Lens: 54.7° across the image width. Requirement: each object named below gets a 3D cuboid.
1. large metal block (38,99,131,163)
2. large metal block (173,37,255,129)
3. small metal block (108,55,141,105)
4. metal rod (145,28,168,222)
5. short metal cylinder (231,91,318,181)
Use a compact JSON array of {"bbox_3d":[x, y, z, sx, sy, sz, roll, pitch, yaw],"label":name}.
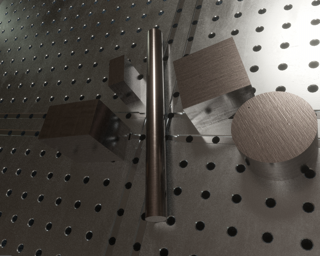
[{"bbox_3d":[-0.099,0.008,0.418,0.080,0.080,0.050,-5,60,25],"label":"large metal block"},{"bbox_3d":[0.068,-0.055,0.390,0.080,0.050,0.080,-20,54,16],"label":"large metal block"},{"bbox_3d":[-0.052,-0.071,0.461,0.025,0.050,0.050,-16,56,19],"label":"small metal block"},{"bbox_3d":[-0.006,-0.025,0.425,0.025,0.025,0.299,-14,56,20],"label":"metal rod"},{"bbox_3d":[0.120,0.009,0.323,0.080,0.050,0.080,-13,56,21],"label":"short metal cylinder"}]
